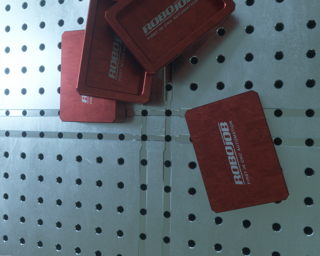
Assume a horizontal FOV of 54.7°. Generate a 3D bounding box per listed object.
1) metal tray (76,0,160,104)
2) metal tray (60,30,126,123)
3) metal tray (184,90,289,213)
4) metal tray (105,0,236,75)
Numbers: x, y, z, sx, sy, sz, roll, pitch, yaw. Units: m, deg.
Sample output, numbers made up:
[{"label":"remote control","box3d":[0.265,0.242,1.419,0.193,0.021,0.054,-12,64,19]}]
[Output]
[{"label":"metal tray","box3d":[-0.052,-0.101,0.398,0.091,0.030,0.129,9,89,-16]},{"label":"metal tray","box3d":[-0.095,-0.072,0.442,0.090,0.030,0.129,2,91,19]},{"label":"metal tray","box3d":[0.092,0.029,0.377,0.090,0.030,0.129,-17,84,18]},{"label":"metal tray","box3d":[0.012,-0.137,0.374,0.130,0.030,0.090,-39,96,0]}]
